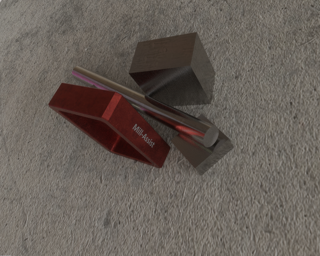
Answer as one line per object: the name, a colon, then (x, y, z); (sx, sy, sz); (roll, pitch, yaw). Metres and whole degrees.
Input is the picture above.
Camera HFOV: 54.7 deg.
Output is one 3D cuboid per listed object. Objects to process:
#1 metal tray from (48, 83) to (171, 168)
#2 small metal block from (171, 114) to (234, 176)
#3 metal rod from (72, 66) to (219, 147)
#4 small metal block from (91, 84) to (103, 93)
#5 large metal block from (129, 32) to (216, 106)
metal tray: (-0.054, 0.000, 0.365); (0.090, 0.130, 0.030); (13, 69, 33)
small metal block: (0.050, 0.019, 0.367); (0.050, 0.025, 0.050); (-41, 51, 0)
metal rod: (-0.043, -0.043, 0.435); (0.300, 0.025, 0.025); (28, 77, 42)
small metal block: (-0.082, -0.027, 0.447); (0.025, 0.050, 0.050); (-39, 51, 2)
large metal block: (0.019, -0.071, 0.401); (0.080, 0.080, 0.050); (-2, 61, 27)
